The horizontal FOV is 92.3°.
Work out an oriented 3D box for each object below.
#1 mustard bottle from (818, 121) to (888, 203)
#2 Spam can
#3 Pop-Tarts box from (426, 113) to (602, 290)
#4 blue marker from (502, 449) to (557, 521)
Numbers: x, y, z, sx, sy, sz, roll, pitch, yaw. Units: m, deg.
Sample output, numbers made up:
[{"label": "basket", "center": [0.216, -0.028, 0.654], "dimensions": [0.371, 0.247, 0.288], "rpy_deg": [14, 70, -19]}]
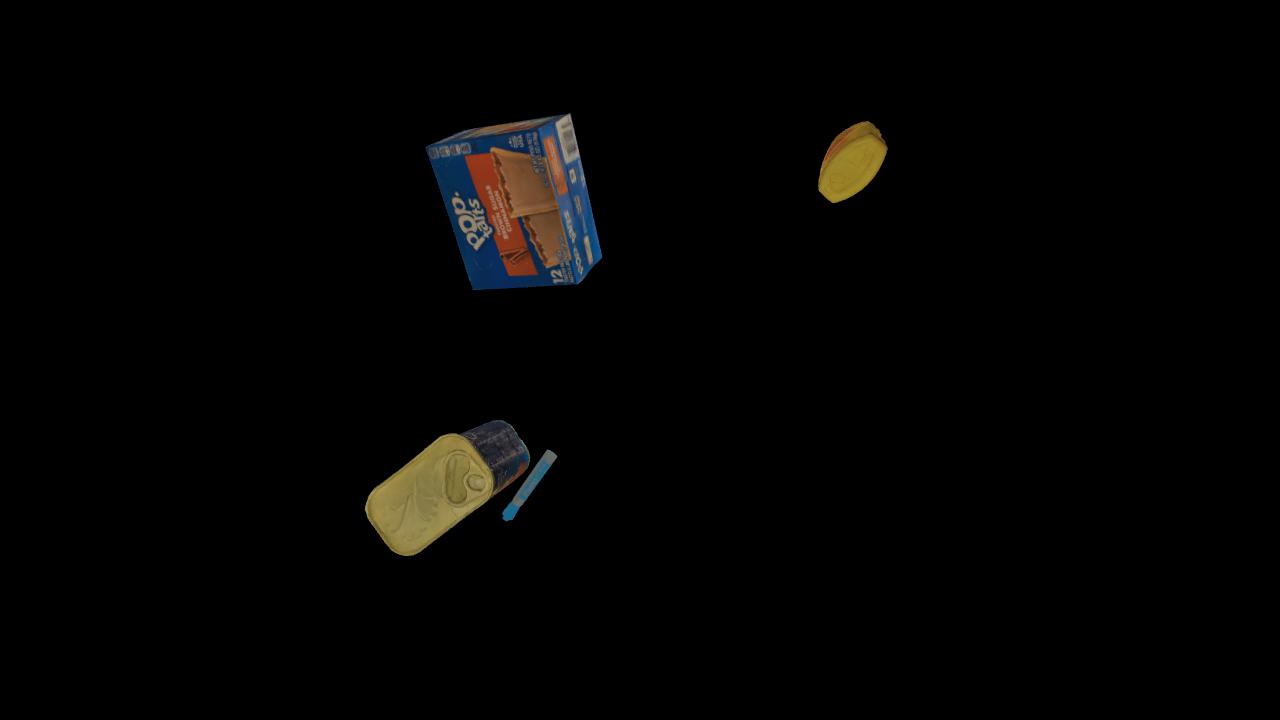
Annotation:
[{"label": "mustard bottle", "center": [0.278, -0.270, 0.813], "dimensions": [0.054, 0.092, 0.184], "rpy_deg": [34, 33, -3]}, {"label": "Spam can", "center": [-0.145, 0.095, 0.483], "dimensions": [0.101, 0.058, 0.085], "rpy_deg": [-37, -3, 10]}, {"label": "Pop-Tarts box", "center": [-0.135, -0.172, 0.687], "dimensions": [0.141, 0.167, 0.083], "rpy_deg": [0, 29, 21]}, {"label": "blue marker", "center": [-0.165, 0.187, 0.909], "dimensions": [0.020, 0.121, 0.020], "rpy_deg": [36, -1, 0]}]
